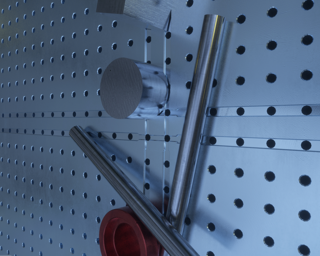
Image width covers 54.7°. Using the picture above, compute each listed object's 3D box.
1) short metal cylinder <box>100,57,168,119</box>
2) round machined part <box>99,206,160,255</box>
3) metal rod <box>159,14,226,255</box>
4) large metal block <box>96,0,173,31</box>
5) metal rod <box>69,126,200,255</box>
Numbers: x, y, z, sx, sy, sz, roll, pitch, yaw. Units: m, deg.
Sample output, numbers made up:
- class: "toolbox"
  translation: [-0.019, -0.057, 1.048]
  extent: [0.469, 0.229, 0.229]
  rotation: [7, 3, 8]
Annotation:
- class: "short metal cylinder"
  translation: [-0.036, -0.051, 0.421]
  extent: [0.080, 0.050, 0.079]
  rotation: [0, 90, 39]
- class: "round machined part"
  translation: [-0.037, 0.156, 0.424]
  extent: [0.098, 0.042, 0.097]
  rotation: [1, 91, 43]
- class: "metal rod"
  translation: [0.037, 0.018, 0.377]
  extent: [0.025, 0.025, 0.298]
  rotation: [17, 101, 38]
- class: "large metal block"
  translation: [-0.027, -0.176, 0.394]
  extent: [0.050, 0.081, 0.079]
  rotation: [20, 103, 38]
- class: "metal rod"
  translation: [-0.052, 0.079, 0.428]
  extent: [0.300, 0.025, 0.025]
  rotation: [39, 114, 40]
